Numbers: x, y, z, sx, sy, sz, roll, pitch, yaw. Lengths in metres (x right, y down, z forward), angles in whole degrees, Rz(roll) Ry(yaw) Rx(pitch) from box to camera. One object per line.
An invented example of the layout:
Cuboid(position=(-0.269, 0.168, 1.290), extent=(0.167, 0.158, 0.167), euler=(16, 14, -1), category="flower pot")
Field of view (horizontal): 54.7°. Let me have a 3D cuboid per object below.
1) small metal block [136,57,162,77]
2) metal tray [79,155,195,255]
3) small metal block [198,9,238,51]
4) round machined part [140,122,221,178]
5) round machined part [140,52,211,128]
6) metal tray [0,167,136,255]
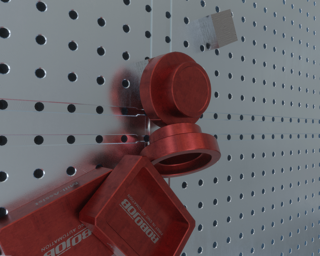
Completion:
Cuboid(position=(0.002, -0.070, 0.410), extent=(0.050, 0.025, 0.050), euler=(-26, 106, -37), category="small metal block")
Cuboid(position=(-0.018, 0.105, 0.351), extent=(0.090, 0.030, 0.130), euler=(-53, 123, -32), category="metal tray")
Cuboid(position=(0.092, -0.154, 0.485), extent=(0.050, 0.025, 0.050), euler=(-29, 108, -36), category="small metal block")
Cuboid(position=(0.023, 0.027, 0.388), extent=(0.099, 0.098, 0.042), euler=(11, 56, -40), category="round machined part")
Cuboid(position=(0.026, -0.046, 0.388), extent=(0.099, 0.042, 0.097), euler=(-1, 91, -40), category="round machined part")
Cuboid(position=(-0.093, 0.109, 0.328), extent=(0.131, 0.030, 0.089), euler=(-26, 107, -37), category="metal tray")
